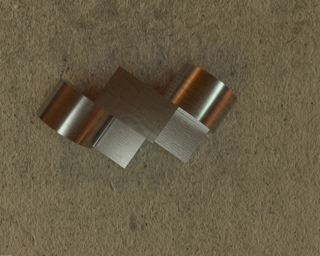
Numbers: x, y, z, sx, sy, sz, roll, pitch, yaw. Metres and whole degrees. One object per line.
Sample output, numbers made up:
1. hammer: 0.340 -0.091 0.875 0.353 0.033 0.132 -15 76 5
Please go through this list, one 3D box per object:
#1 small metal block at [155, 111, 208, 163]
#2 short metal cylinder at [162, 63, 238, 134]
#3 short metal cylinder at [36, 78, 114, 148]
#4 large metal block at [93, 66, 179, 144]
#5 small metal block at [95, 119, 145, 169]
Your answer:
1. small metal block: 0.027 0.011 0.412 0.050 0.025 0.050 35 90 0
2. short metal cylinder: 0.048 -0.036 0.384 0.080 0.080 0.050 35 90 0
3. short metal cylinder: -0.102 -0.018 0.383 0.080 0.080 0.050 35 90 0
4. large metal block: -0.027 -0.026 0.384 0.080 0.080 0.050 35 90 -1
5. small metal block: -0.052 0.017 0.411 0.050 0.025 0.050 35 90 0
